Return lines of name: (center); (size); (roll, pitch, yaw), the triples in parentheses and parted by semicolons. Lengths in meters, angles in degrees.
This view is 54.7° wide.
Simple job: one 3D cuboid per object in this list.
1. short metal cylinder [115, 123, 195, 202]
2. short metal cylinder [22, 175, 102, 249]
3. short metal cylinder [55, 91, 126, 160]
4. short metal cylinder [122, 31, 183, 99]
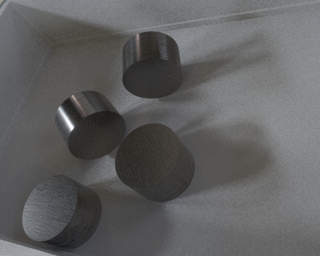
short metal cylinder: (-0.005, 0.041, 0.366); (0.080, 0.050, 0.080); (-13, 56, 20)
short metal cylinder: (-0.121, 0.105, 0.387); (0.080, 0.050, 0.080); (-13, 56, 20)
short metal cylinder: (-0.094, -0.003, 0.420); (0.080, 0.080, 0.050); (-42, 51, -1)
short metal cylinder: (-0.011, -0.085, 0.427); (0.080, 0.080, 0.050); (-17, 55, 18)
